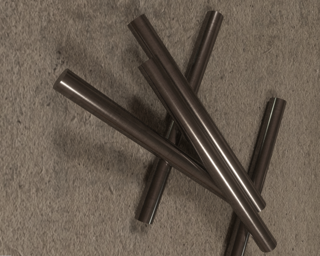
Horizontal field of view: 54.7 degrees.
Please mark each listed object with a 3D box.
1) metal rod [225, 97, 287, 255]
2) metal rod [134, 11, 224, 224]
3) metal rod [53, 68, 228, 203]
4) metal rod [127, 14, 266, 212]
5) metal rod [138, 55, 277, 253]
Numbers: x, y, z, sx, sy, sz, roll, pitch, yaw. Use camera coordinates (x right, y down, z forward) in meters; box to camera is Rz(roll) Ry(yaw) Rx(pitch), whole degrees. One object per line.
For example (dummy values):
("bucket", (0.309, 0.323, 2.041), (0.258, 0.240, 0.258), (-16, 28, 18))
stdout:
("metal rod", (0.137, 0.099, 0.461), (0.025, 0.025, 0.299), (20, 83, -19))
("metal rod", (0.028, -0.019, 0.420), (0.025, 0.025, 0.299), (22, 82, -19))
("metal rod", (0.007, 0.028, 0.381), (0.301, 0.025, 0.025), (36, 78, -29))
("metal rod", (0.054, -0.009, 0.402), (0.025, 0.025, 0.299), (-38, 103, -16))
("metal rod", (0.067, 0.042, 0.395), (0.025, 0.025, 0.299), (-38, 103, -16))
